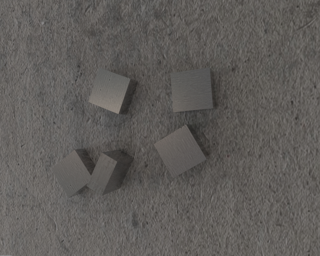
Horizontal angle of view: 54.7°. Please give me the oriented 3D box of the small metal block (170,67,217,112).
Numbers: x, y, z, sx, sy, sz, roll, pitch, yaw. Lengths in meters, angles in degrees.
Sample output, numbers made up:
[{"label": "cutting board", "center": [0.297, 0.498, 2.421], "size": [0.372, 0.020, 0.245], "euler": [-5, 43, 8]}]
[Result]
[{"label": "small metal block", "center": [0.043, -0.047, 0.394], "size": [0.050, 0.025, 0.050], "euler": [-5, 88, 20]}]

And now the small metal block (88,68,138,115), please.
[{"label": "small metal block", "center": [-0.065, -0.051, 0.432], "size": [0.050, 0.025, 0.050], "euler": [22, 97, 18]}]

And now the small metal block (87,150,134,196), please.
[{"label": "small metal block", "center": [-0.066, 0.059, 0.419], "size": [0.025, 0.050, 0.050], "euler": [28, 99, 18]}]

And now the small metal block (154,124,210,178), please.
[{"label": "small metal block", "center": [0.029, 0.029, 0.399], "size": [0.050, 0.025, 0.050], "euler": [-32, 80, 17]}]

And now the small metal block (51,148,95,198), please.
[{"label": "small metal block", "center": [-0.121, 0.065, 0.452], "size": [0.050, 0.025, 0.050], "euler": [-38, 78, 16]}]
